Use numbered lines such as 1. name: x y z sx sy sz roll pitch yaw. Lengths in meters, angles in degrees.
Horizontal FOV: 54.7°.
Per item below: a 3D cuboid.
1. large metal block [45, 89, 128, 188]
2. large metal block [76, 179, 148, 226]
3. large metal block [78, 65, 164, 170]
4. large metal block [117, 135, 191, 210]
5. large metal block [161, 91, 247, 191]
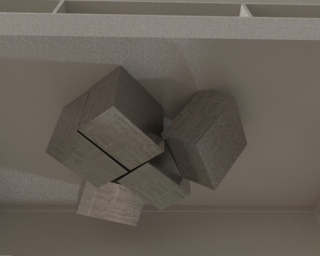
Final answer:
1. large metal block: -0.082 0.013 0.382 0.050 0.080 0.080 -30 124 23
2. large metal block: -0.070 0.091 0.439 0.081 0.080 0.050 17 93 -15
3. large metal block: -0.040 -0.012 0.360 0.050 0.080 0.080 -31 124 23
4. large metal block: -0.007 0.048 0.411 0.050 0.080 0.080 -34 123 25
5. large metal block: 0.057 0.014 0.375 0.050 0.080 0.080 16 144 41
